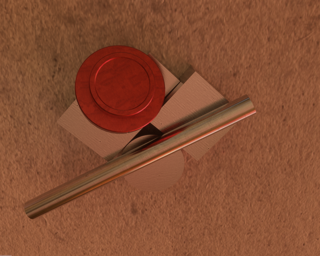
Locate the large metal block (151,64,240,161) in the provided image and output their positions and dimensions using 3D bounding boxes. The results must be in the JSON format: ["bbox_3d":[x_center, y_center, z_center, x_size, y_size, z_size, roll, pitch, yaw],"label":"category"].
[{"bbox_3d":[0.043,-0.020,0.391,0.080,0.050,0.080,40,105,-14],"label":"large metal block"}]

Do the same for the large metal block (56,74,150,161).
[{"bbox_3d":[-0.066,-0.018,0.389,0.080,0.050,0.080,40,105,-14],"label":"large metal block"}]

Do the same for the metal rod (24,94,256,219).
[{"bbox_3d":[-0.031,0.039,0.371,0.301,0.025,0.025,-26,108,9],"label":"metal rod"}]

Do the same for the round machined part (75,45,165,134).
[{"bbox_3d":[-0.042,-0.043,0.338,0.099,0.042,0.097,1,84,-12],"label":"round machined part"}]

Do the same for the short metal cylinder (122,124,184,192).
[{"bbox_3d":[-0.010,0.037,0.410,0.081,0.050,0.079,0,110,-1],"label":"short metal cylinder"}]

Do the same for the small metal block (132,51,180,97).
[{"bbox_3d":[-0.011,-0.060,0.388,0.050,0.025,0.050,41,105,-14],"label":"small metal block"}]
